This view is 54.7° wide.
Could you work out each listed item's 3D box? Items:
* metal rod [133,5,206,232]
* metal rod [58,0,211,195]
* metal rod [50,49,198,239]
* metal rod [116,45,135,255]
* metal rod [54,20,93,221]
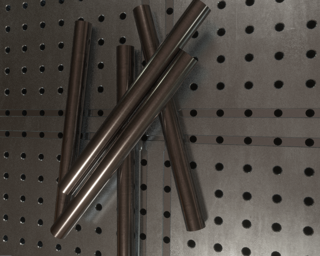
[{"bbox_3d":[0.011,-0.017,0.408,0.025,0.025,0.298,-15,85,19],"label":"metal rod"},{"bbox_3d":[-0.040,-0.031,0.397,0.025,0.025,0.299,41,103,15],"label":"metal rod"},{"bbox_3d":[-0.053,0.029,0.402,0.025,0.025,0.299,41,102,15],"label":"metal rod"},{"bbox_3d":[-0.047,0.037,0.428,0.025,0.025,0.298,0,90,19],"label":"metal rod"},{"bbox_3d":[-0.128,-0.004,0.456,0.025,0.025,0.298,8,92,19],"label":"metal rod"}]
